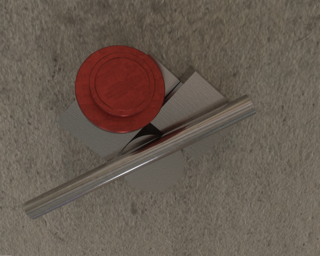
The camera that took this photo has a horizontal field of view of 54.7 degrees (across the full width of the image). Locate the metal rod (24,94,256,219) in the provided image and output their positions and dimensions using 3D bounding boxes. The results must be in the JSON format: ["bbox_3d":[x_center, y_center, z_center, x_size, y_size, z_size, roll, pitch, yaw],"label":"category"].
[{"bbox_3d":[-0.031,0.039,0.371,0.301,0.025,0.025,-26,108,9],"label":"metal rod"}]

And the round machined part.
[{"bbox_3d":[-0.042,-0.043,0.338,0.099,0.042,0.097,1,84,-12],"label":"round machined part"}]

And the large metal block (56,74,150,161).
[{"bbox_3d":[-0.066,-0.018,0.389,0.080,0.050,0.080,40,105,-14],"label":"large metal block"}]

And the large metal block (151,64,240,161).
[{"bbox_3d":[0.043,-0.020,0.391,0.080,0.050,0.080,40,105,-14],"label":"large metal block"}]

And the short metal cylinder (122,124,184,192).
[{"bbox_3d":[-0.010,0.037,0.410,0.081,0.050,0.079,0,110,-1],"label":"short metal cylinder"}]

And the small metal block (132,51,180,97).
[{"bbox_3d":[-0.011,-0.060,0.388,0.050,0.025,0.050,41,105,-14],"label":"small metal block"}]
